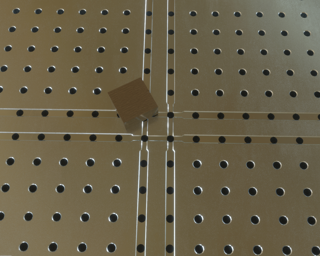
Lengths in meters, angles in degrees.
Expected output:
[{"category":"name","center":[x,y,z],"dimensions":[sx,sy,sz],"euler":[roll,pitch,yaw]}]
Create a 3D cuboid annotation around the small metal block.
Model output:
[{"category":"small metal block","center":[-0.036,-0.034,0.424],"dimensions":[0.050,0.025,0.050],"euler":[-27,72,-9]}]
